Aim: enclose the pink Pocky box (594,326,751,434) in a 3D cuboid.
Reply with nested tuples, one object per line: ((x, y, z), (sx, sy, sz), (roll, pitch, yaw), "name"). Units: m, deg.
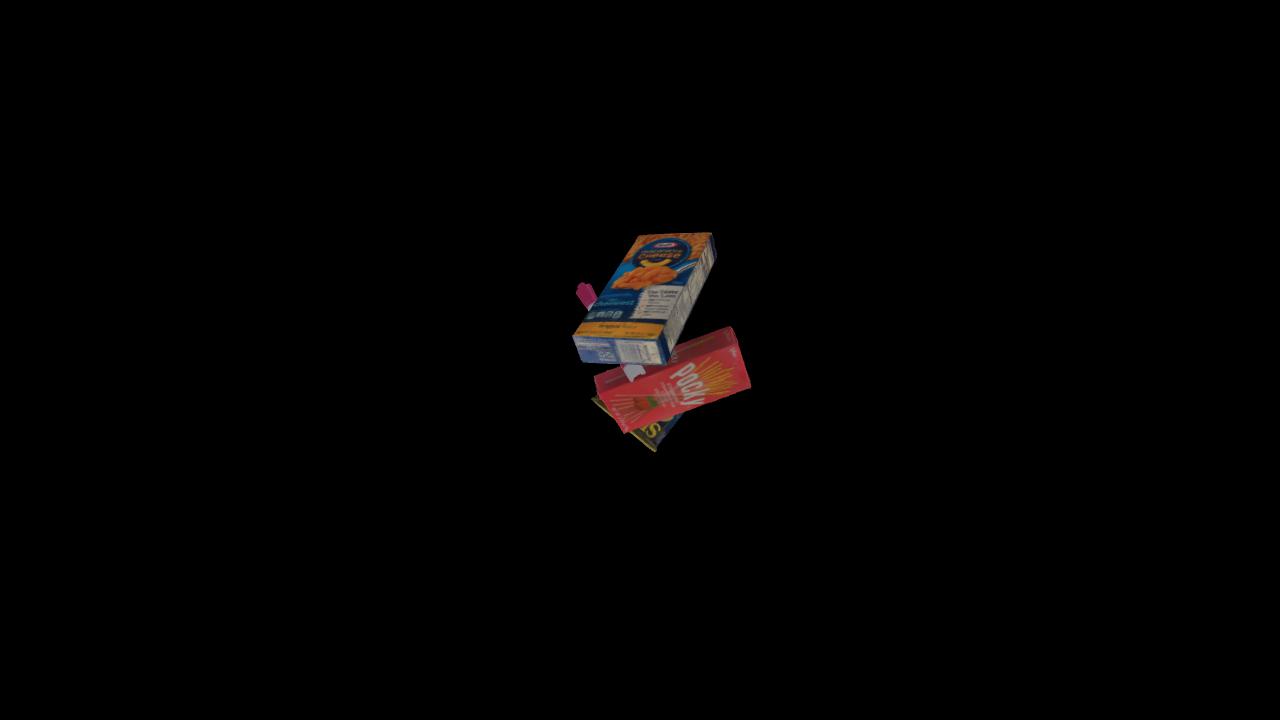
((0.037, 0.024, 0.659), (0.155, 0.029, 0.084), (-20, -41, 6), "pink Pocky box")

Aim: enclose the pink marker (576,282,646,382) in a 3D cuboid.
((-0.033, -0.031, 0.640), (0.020, 0.121, 0.020), (-29, -16, -9), "pink marker")

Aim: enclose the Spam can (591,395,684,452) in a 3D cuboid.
((0.005, 0.049, 0.764), (0.101, 0.085, 0.058), (42, -8, -20), "Spam can")

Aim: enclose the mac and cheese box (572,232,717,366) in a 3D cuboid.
((0.011, -0.068, 0.638), (0.093, 0.041, 0.184), (1, 42, 25), "mac and cheese box")
